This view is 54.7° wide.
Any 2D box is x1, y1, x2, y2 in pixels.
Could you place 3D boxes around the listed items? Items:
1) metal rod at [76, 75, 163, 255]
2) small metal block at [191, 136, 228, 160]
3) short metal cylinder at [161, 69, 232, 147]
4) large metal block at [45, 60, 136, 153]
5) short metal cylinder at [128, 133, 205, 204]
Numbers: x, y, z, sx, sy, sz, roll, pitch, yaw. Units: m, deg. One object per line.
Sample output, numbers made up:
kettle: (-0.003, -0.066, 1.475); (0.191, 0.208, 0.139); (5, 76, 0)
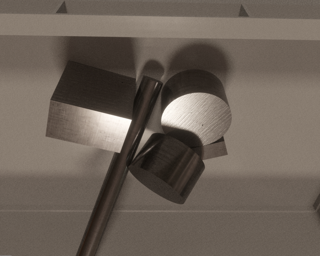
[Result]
metal rod: (-0.062, 0.077, 0.400); (0.025, 0.025, 0.298); (18, 105, -15)
small metal block: (0.058, 0.014, 0.406); (0.050, 0.050, 0.025); (-14, 129, 11)
short metal cylinder: (0.042, -0.023, 0.373); (0.081, 0.050, 0.079); (0, 130, 0)
large metal block: (-0.075, -0.025, 0.350); (0.081, 0.080, 0.050); (14, 129, -12)
short metal cylinder: (0.008, 0.051, 0.385); (0.080, 0.050, 0.080); (29, 157, 14)
